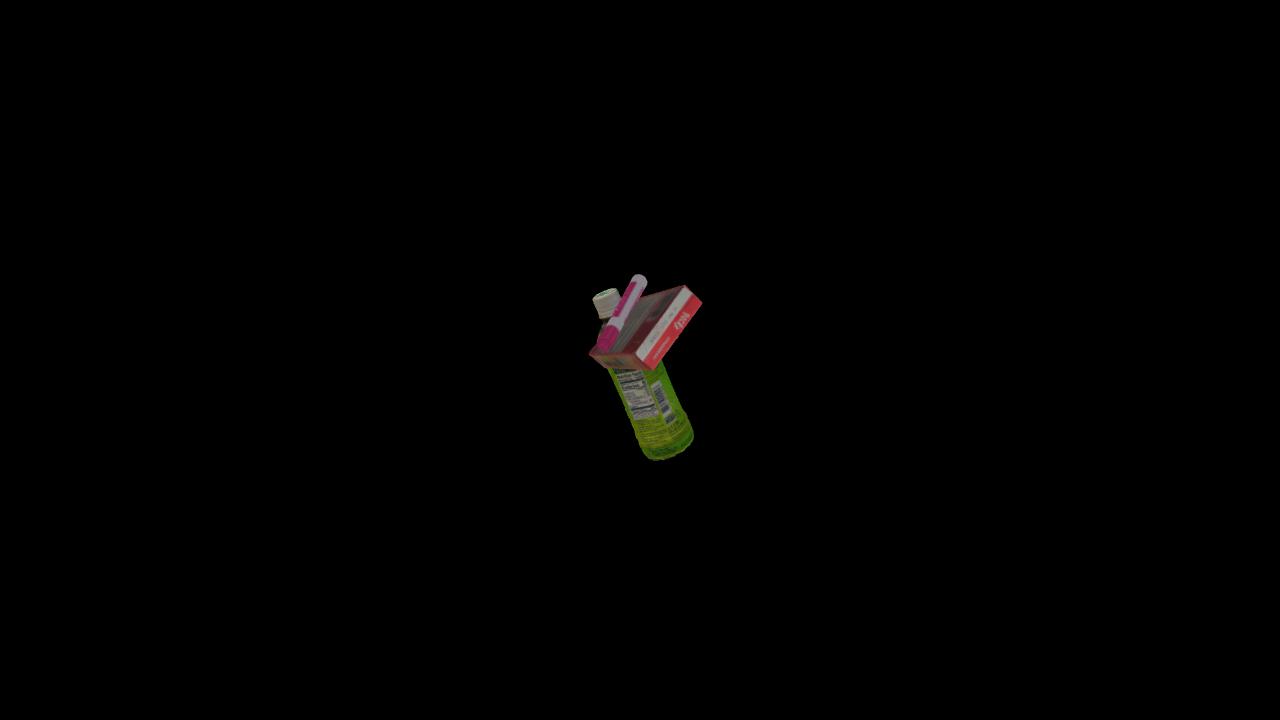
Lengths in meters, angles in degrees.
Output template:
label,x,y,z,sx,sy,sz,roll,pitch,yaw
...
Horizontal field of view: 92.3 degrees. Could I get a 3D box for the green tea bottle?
label,x,y,z,sx,sy,sz,roll,pitch,yaw
green tea bottle,-0.001,0.016,0.727,0.073,0.212,0.073,-19,22,8

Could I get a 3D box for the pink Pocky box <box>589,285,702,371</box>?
label,x,y,z,sx,sy,sz,roll,pitch,yaw
pink Pocky box,0.001,-0.030,0.633,0.029,0.084,0.155,41,-13,-16

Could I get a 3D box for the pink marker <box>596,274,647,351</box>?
label,x,y,z,sx,sy,sz,roll,pitch,yaw
pink marker,-0.019,-0.051,0.662,0.020,0.020,0.121,0,41,24
